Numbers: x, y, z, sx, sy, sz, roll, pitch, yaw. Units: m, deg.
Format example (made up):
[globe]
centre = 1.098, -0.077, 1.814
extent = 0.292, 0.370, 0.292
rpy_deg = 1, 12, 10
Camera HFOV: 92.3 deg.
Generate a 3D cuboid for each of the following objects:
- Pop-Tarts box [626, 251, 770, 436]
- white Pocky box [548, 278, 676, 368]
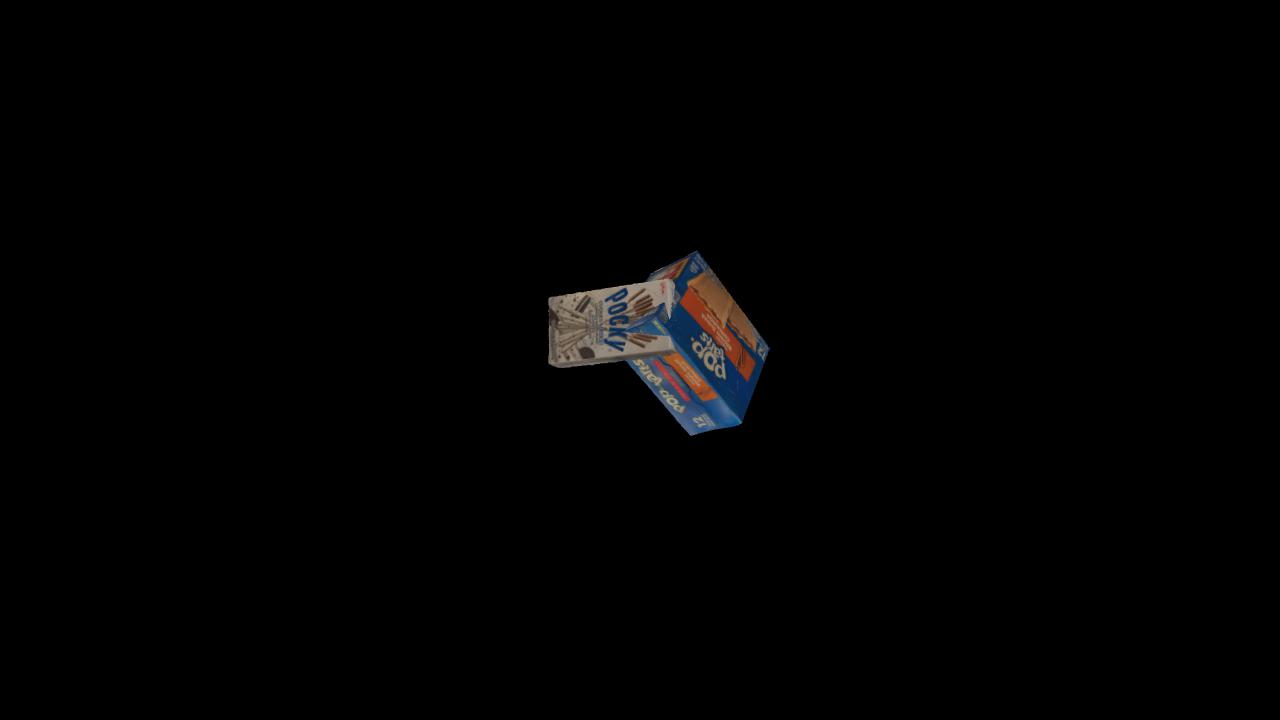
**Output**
[Pop-Tarts box]
centre = 0.065, -0.020, 0.744
extent = 0.083, 0.167, 0.141
rpy_deg = -23, 26, 42
[white Pocky box]
centre = -0.033, -0.040, 0.701
extent = 0.154, 0.084, 0.028
rpy_deg = -6, -12, 23
